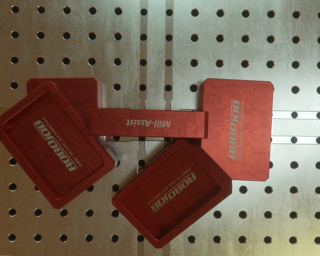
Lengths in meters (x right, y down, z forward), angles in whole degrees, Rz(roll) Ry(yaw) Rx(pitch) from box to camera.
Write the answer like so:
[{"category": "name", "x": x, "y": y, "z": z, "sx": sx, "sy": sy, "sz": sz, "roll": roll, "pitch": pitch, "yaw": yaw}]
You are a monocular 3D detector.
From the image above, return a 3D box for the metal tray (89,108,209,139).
[{"category": "metal tray", "x": -0.012, "y": -0.005, "z": 0.380, "sx": 0.131, "sy": 0.090, "sz": 0.030, "roll": 2, "pitch": 90, "yaw": -1}]

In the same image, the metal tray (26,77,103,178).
[{"category": "metal tray", "x": -0.124, "y": 0.000, "z": 0.409, "sx": 0.091, "sy": 0.030, "sz": 0.129, "roll": -1, "pitch": 91, "yaw": 0}]

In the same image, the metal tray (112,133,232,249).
[{"category": "metal tray", "x": 0.014, "y": 0.081, "z": 0.392, "sx": 0.130, "sy": 0.030, "sz": 0.090, "roll": -43, "pitch": 91, "yaw": 17}]

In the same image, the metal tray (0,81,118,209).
[{"category": "metal tray", "x": -0.126, "y": 0.020, "z": 0.377, "sx": 0.090, "sy": 0.030, "sz": 0.130, "roll": -38, "pitch": 91, "yaw": -1}]

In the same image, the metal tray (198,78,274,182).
[{"category": "metal tray", "x": 0.098, "y": 0.002, "z": 0.411, "sx": 0.091, "sy": 0.030, "sz": 0.129, "roll": 3, "pitch": 90, "yaw": -1}]
